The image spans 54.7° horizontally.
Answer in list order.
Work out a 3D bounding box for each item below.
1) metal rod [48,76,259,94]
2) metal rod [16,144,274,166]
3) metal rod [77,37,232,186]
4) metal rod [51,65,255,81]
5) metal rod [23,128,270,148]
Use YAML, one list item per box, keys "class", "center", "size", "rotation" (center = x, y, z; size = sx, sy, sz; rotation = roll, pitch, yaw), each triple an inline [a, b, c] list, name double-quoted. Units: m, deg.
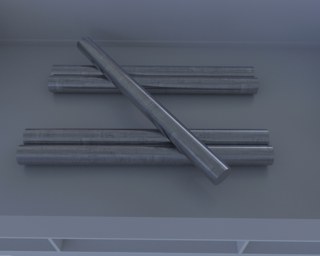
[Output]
- class: "metal rod"
  center: [-0.010, -0.063, 0.456]
  size: [0.302, 0.025, 0.025]
  rotation: [1, 50, 0]
- class: "metal rod"
  center: [-0.017, 0.033, 0.375]
  size: [0.302, 0.025, 0.025]
  rotation: [0, 50, 0]
- class: "metal rod"
  center: [-0.025, -0.039, 0.404]
  size: [0.025, 0.025, 0.300]
  rotation: [-31, 57, -23]
- class: "metal rod"
  center: [-0.010, -0.082, 0.472]
  size: [0.302, 0.025, 0.025]
  rotation: [1, 50, 0]
- class: "metal rod"
  center: [-0.017, 0.013, 0.391]
  size: [0.302, 0.025, 0.025]
  rotation: [0, 50, 0]
